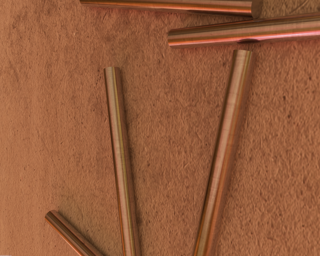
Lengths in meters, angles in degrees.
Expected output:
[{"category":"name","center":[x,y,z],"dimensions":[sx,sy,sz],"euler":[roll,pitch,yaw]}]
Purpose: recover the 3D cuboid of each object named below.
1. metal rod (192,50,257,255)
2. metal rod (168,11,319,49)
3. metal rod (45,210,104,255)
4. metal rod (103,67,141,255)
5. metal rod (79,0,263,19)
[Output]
[{"category":"metal rod","center":[0.065,0.064,0.351],"dimensions":[0.025,0.025,0.298],"euler":[17,100,39]},{"category":"metal rod","center":[0.132,-0.096,0.295],"dimensions":[0.300,0.025,0.025],"euler":[8,95,39]},{"category":"metal rod","center":[-0.092,0.212,0.480],"dimensions":[0.300,0.025,0.025],"euler":[25,106,37]},{"category":"metal rod","center":[-0.054,0.059,0.449],"dimensions":[0.025,0.025,0.298],"euler":[-12,83,39]},{"category":"metal rod","center":[-0.010,-0.169,0.413],"dimensions":[0.300,0.025,0.025],"euler":[21,103,38]}]
